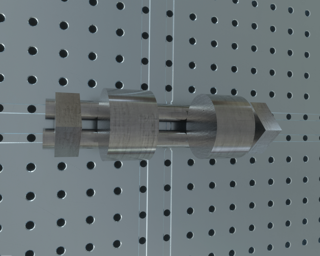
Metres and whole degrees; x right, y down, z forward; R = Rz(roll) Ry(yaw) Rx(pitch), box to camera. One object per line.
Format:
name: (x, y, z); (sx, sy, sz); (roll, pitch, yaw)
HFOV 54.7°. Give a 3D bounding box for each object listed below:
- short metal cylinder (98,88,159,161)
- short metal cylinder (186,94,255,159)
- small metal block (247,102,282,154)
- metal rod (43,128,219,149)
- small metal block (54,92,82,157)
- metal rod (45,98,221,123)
short metal cylinder: (-0.038, -0.003, 0.346); (0.050, 0.080, 0.079); (1, 90, -20)
short metal cylinder: (0.073, -0.002, 0.387); (0.050, 0.080, 0.079); (1, 90, -20)
small metal block: (0.132, 0.000, 0.424); (0.025, 0.050, 0.050); (1, 49, -20)
metal rod: (0.005, 0.015, 0.414); (0.302, 0.025, 0.025); (1, 90, -20)
small metal block: (-0.101, -0.003, 0.338); (0.025, 0.050, 0.050); (1, 48, -20)
metal rod: (0.008, -0.020, 0.415); (0.302, 0.025, 0.025); (1, 90, -20)
